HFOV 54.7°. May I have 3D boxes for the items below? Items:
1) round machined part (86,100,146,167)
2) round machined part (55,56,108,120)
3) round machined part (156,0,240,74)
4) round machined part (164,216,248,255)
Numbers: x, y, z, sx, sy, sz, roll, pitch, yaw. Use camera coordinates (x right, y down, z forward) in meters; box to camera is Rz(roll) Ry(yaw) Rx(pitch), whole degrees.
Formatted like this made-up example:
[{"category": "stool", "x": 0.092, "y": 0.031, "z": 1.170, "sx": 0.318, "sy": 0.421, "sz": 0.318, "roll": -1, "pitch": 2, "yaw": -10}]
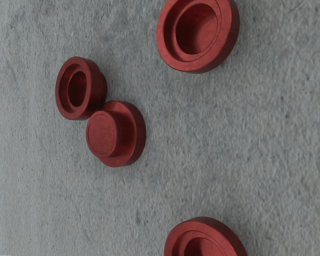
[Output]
[{"category": "round machined part", "x": -0.070, "y": 0.008, "z": 0.449, "sx": 0.098, "sy": 0.042, "sz": 0.097, "roll": 0, "pitch": 90, "yaw": 39}, {"category": "round machined part", "x": -0.121, "y": -0.060, "z": 0.488, "sx": 0.098, "sy": 0.042, "sz": 0.097, "roll": -2, "pitch": 86, "yaw": 41}, {"category": "round machined part", "x": 0.046, "y": -0.111, "z": 0.354, "sx": 0.098, "sy": 0.042, "sz": 0.097, "roll": 0, "pitch": 90, "yaw": 39}, {"category": "round machined part", "x": 0.055, "y": 0.148, "z": 0.347, "sx": 0.098, "sy": 0.042, "sz": 0.097, "roll": 0, "pitch": 90, "yaw": 39}]
